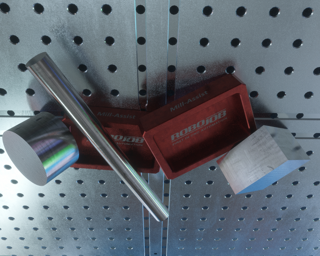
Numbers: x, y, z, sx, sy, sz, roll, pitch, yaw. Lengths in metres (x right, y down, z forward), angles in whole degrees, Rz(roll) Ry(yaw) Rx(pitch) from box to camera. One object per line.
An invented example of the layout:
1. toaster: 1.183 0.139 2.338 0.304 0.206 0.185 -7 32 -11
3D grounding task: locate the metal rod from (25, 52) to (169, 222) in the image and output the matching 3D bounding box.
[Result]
1. metal rod: -0.061 0.033 0.400 0.025 0.025 0.299 -20 128 16

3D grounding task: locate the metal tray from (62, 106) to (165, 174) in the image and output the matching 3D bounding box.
1. metal tray: -0.061 0.018 0.422 0.131 0.030 0.089 5 130 -5

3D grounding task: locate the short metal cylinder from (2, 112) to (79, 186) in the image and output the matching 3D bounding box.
1. short metal cylinder: -0.150 0.026 0.392 0.080 0.050 0.079 22 131 27

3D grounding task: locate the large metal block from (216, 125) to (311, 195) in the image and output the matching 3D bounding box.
1. large metal block: 0.137 0.043 0.410 0.081 0.050 0.080 6 139 -48

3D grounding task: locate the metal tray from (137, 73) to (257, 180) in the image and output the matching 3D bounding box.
1. metal tray: 0.050 0.001 0.385 0.130 0.030 0.090 -27 127 0
